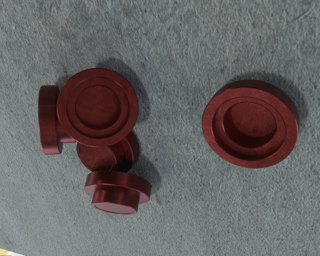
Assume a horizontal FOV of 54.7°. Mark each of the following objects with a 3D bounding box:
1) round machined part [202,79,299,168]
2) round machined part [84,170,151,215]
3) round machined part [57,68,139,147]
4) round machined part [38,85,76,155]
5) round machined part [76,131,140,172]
[{"bbox_3d":[0.099,-0.007,0.339,0.098,0.042,0.097,13,124,21],"label":"round machined part"},{"bbox_3d":[-0.064,0.101,0.463,0.099,0.042,0.098,6,152,4],"label":"round machined part"},{"bbox_3d":[-0.080,-0.027,0.399,0.099,0.042,0.097,-2,99,-15],"label":"round machined part"},{"bbox_3d":[-0.142,-0.012,0.440,0.042,0.098,0.097,-3,125,-12],"label":"round machined part"},{"bbox_3d":[-0.083,0.032,0.460,0.098,0.042,0.097,13,124,21],"label":"round machined part"}]
